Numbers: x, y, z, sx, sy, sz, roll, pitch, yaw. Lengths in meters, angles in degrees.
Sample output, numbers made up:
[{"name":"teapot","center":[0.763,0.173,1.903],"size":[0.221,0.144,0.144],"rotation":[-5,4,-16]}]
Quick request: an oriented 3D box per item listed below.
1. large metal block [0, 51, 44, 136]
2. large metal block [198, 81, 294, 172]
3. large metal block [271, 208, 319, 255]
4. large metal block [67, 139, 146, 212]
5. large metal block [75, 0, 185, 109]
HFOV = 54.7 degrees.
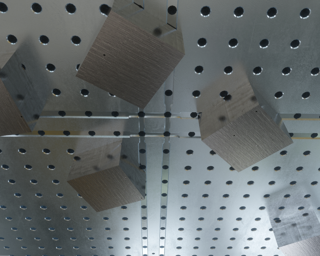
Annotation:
[{"name":"large metal block","center":[-0.197,-0.036,0.362],"size":[0.080,0.050,0.080],"rotation":[-8,130,6]},{"name":"large metal block","center":[0.107,0.001,0.398],"size":[0.080,0.050,0.080],"rotation":[-35,122,26]},{"name":"large metal block","center":[0.265,0.203,0.572],"size":[0.080,0.050,0.080],"rotation":[-28,125,21]},{"name":"large metal block","center":[-0.075,0.072,0.456],"size":[0.080,0.050,0.080],"rotation":[-18,128,14]},{"name":"large metal block","center":[-0.031,-0.078,0.328],"size":[0.080,0.050,0.080],"rotation":[26,125,-21]}]
